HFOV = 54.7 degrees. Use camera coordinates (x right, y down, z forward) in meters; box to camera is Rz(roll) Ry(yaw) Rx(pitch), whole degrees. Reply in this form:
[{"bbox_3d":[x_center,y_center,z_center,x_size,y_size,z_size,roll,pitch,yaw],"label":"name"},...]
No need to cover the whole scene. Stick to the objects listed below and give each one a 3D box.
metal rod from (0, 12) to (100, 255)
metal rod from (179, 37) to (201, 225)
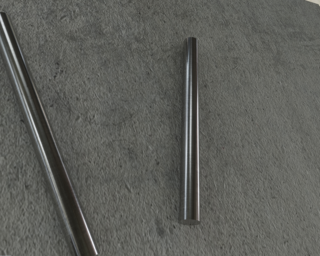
[{"bbox_3d":[-0.132,-0.005,0.335,0.025,0.025,0.299,-15,69,-34],"label":"metal rod"},{"bbox_3d":[0.043,-0.017,0.437,0.025,0.025,0.300,17,55,-19],"label":"metal rod"}]
